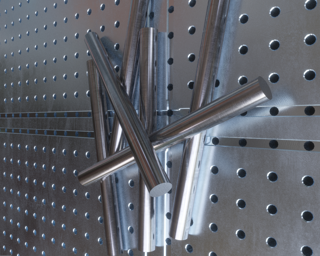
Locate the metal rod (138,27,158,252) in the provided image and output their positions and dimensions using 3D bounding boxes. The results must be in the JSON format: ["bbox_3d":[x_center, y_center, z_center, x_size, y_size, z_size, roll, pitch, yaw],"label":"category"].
[{"bbox_3d":[-0.017,0.016,0.424,0.025,0.025,0.298,1,91,40],"label":"metal rod"}]

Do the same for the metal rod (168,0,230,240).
[{"bbox_3d":[0.046,-0.011,0.371,0.025,0.025,0.298,15,100,39],"label":"metal rod"}]

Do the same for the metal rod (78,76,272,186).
[{"bbox_3d":[-0.007,0.019,0.381,0.299,0.025,0.025,-28,72,36],"label":"metal rod"}]

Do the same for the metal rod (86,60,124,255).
[{"bbox_3d":[-0.086,0.041,0.481,0.025,0.025,0.299,-13,82,39],"label":"metal rod"}]

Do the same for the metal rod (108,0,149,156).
[{"bbox_3d":[-0.042,-0.095,0.444,0.025,0.025,0.298,16,100,39],"label":"metal rod"}]

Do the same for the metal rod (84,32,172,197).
[{"bbox_3d":[-0.055,-0.041,0.412,0.025,0.025,0.300,-52,46,27],"label":"metal rod"}]
